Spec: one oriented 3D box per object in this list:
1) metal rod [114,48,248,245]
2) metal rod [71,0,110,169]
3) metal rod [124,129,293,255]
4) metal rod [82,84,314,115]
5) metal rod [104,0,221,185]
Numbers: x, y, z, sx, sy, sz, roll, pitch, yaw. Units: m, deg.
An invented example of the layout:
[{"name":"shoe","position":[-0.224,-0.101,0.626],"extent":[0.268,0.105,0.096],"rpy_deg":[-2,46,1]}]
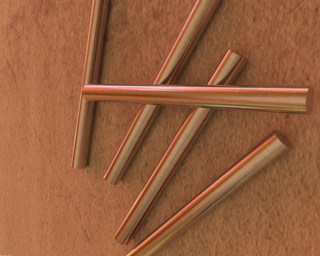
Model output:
[{"name":"metal rod","position":[0.015,0.039,0.390],"extent":[0.025,0.025,0.298],"rpy_deg":[44,116,30]},{"name":"metal rod","position":[-0.110,-0.082,0.492],"extent":[0.025,0.025,0.298],"rpy_deg":[16,100,38]},{"name":"metal rod","position":[0.033,0.107,0.376],"extent":[0.299,0.025,0.025],"rpy_deg":[-48,62,29]},{"name":"metal rod","position":[0.012,-0.038,0.358],"extent":[0.300,0.025,0.025],"rpy_deg":[7,95,39]},{"name":"metal rod","position":[-0.003,-0.043,0.405],"extent":[0.025,0.025,0.298],"rpy_deg":[44,116,31]}]
